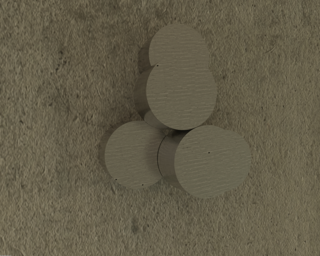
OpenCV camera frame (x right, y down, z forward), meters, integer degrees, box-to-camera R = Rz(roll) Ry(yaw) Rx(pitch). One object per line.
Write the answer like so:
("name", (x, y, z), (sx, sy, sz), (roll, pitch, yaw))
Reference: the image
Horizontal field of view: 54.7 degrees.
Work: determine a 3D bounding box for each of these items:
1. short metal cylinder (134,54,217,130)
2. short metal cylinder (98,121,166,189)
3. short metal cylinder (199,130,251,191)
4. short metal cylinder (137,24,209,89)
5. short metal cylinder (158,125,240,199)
("short metal cylinder", (0.016, -0.038, 0.349), (0.081, 0.050, 0.080), (0, 90, -20))
("short metal cylinder", (-0.033, 0.031, 0.385), (0.081, 0.050, 0.080), (0, 90, -20))
("short metal cylinder", (0.076, 0.042, 0.424), (0.081, 0.050, 0.080), (0, 90, -20))
("short metal cylinder", (0.016, -0.088, 0.403), (0.081, 0.050, 0.080), (0, 90, -20))
("short metal cylinder", (0.044, 0.037, 0.359), (0.081, 0.050, 0.080), (0, 90, -21))
